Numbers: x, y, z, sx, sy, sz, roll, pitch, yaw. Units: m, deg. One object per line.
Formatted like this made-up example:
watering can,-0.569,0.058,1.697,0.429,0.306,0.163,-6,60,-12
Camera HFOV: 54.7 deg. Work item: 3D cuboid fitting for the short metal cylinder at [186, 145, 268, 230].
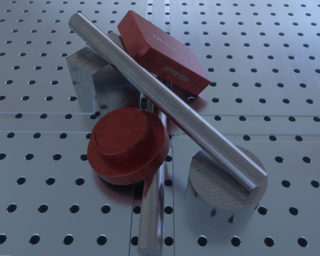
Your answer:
short metal cylinder,0.070,0.063,0.340,0.081,0.050,0.080,0,50,0

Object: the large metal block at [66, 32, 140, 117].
large metal block,-0.075,-0.074,0.434,0.050,0.080,0.080,34,58,25

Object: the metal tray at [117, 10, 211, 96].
metal tray,0.008,-0.104,0.441,0.131,0.030,0.090,20,35,-41

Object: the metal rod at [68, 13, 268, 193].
metal rod,-0.007,-0.043,0.352,0.025,0.025,0.300,-36,67,-26

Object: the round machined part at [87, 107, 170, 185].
round machined part,-0.041,0.014,0.364,0.098,0.042,0.098,-11,49,13

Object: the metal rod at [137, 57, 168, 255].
metal rod,-0.004,0.007,0.401,0.025,0.025,0.300,2,50,1
